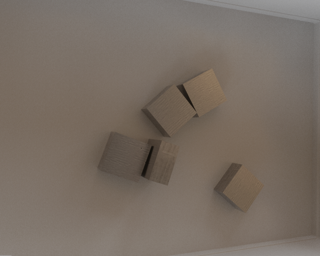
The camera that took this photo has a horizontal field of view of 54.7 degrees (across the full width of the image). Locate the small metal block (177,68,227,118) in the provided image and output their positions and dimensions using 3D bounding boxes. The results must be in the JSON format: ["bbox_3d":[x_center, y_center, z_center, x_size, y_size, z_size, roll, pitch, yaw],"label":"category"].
[{"bbox_3d":[0.058,-0.048,0.433,0.050,0.025,0.050,-31,100,-18],"label":"small metal block"}]

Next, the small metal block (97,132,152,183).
[{"bbox_3d":[-0.045,0.037,0.395,0.050,0.025,0.050,22,83,-19],"label":"small metal block"}]

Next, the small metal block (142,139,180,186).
[{"bbox_3d":[-0.003,0.042,0.397,0.025,0.050,0.050,20,83,-19],"label":"small metal block"}]

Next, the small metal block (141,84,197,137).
[{"bbox_3d":[0.012,-0.023,0.416,0.050,0.025,0.050,-43,104,-15],"label":"small metal block"}]

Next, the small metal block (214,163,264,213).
[{"bbox_3d":[0.116,0.087,0.455,0.050,0.025,0.050,42,76,-16],"label":"small metal block"}]
